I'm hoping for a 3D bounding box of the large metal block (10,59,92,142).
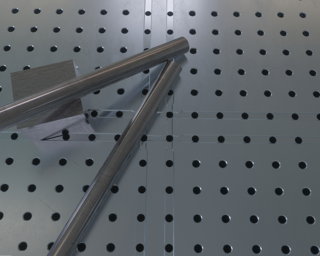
[{"bbox_3d":[-0.142,-0.035,0.410,0.081,0.050,0.080,-14,71,-5],"label":"large metal block"}]

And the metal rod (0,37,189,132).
[{"bbox_3d":[-0.081,-0.059,0.386,0.302,0.025,0.025,-29,72,-29],"label":"metal rod"}]

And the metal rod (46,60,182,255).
[{"bbox_3d":[-0.051,0.035,0.398,0.025,0.025,0.300,27,72,9],"label":"metal rod"}]
